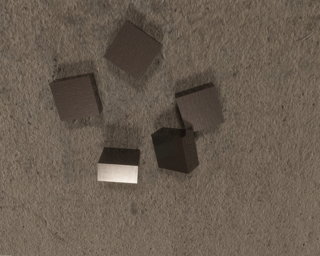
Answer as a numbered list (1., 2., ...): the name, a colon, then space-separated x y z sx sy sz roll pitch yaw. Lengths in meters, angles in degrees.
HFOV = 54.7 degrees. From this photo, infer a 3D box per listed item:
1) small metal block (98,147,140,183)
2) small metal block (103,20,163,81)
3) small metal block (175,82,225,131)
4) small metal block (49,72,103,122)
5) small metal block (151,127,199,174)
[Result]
1. small metal block: -0.053 0.049 0.414 0.050 0.050 0.025 4 110 -2
2. small metal block: -0.032 -0.094 0.375 0.050 0.025 0.050 33 106 -12
3. small metal block: 0.051 -0.026 0.401 0.050 0.025 0.050 -18 109 6
4. small metal block: -0.105 -0.040 0.394 0.050 0.025 0.050 -10 110 3
5. small metal block: 0.020 0.028 0.407 0.050 0.025 0.050 6 117 40
